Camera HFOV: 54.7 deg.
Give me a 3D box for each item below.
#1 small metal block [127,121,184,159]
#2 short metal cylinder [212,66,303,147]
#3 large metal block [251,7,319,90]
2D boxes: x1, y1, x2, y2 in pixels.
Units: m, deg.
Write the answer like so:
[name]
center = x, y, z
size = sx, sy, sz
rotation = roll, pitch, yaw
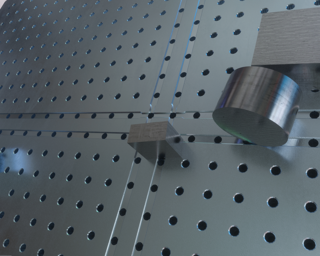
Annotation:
[small metal block]
center = -0.004, 0.016, 0.385
size = 0.050, 0.050, 0.025
rotation = -6, 60, 25
[short metal cylinder]
center = 0.103, -0.021, 0.332
size = 0.080, 0.080, 0.050
rotation = 15, 70, 34
[large metal block]
center = 0.160, -0.092, 0.365
size = 0.080, 0.050, 0.080
rotation = 4, 64, 30
